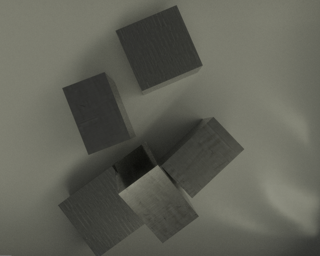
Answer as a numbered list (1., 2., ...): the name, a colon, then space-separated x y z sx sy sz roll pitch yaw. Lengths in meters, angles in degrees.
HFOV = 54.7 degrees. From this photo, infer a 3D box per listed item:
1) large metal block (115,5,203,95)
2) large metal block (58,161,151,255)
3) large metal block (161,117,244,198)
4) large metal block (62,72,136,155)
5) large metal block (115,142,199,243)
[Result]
1. large metal block: -0.001 -0.097 0.399 0.080 0.050 0.080 -23 90 -1
2. large metal block: -0.067 0.101 0.398 0.080 0.050 0.080 -36 90 0
3. large metal block: 0.047 0.033 0.385 0.080 0.080 0.050 -43 91 -1
4. large metal block: -0.071 -0.016 0.383 0.050 0.080 0.080 -21 90 0
5. large metal block: -0.007 0.072 0.368 0.050 0.080 0.080 -37 109 0
